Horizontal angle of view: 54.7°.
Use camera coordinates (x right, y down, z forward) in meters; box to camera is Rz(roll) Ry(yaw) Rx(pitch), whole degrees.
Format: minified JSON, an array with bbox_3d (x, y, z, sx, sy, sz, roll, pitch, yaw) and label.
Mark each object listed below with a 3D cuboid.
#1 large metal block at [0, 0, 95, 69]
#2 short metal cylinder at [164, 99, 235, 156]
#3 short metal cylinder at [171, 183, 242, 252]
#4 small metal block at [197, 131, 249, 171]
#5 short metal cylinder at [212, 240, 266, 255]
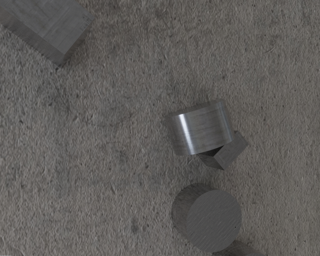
[{"bbox_3d":[-0.124,-0.115,0.334,0.080,0.080,0.050,38,78,-16],"label":"large metal block"},{"bbox_3d":[0.051,-0.002,0.398,0.081,0.080,0.050,-20,97,-19],"label":"short metal cylinder"},{"bbox_3d":[0.062,0.119,0.419,0.081,0.050,0.079,0,90,-20],"label":"short metal cylinder"},{"bbox_3d":[0.085,0.029,0.427,0.050,0.050,0.025,-43,104,-15],"label":"small metal block"},{"bbox_3d":[0.115,0.208,0.439,0.081,0.050,0.079,0,90,-20],"label":"short metal cylinder"}]
